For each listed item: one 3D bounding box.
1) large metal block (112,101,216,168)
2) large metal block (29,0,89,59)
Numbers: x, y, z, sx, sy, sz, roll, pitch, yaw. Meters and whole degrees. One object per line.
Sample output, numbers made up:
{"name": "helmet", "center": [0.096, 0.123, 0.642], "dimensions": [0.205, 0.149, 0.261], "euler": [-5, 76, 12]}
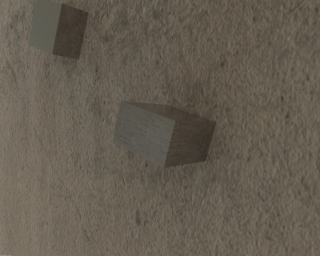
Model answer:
{"name": "large metal block", "center": [0.006, 0.005, 0.363], "dimensions": [0.080, 0.081, 0.050], "euler": [22, 104, 37]}
{"name": "large metal block", "center": [-0.175, -0.169, 0.530], "dimensions": [0.080, 0.050, 0.079], "euler": [25, 106, 37]}
